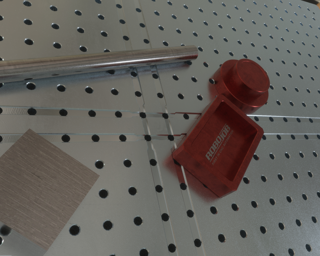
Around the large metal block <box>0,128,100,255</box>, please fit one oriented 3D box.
[{"bbox_3d":[-0.118,0.062,0.291,0.080,0.050,0.080,35,51,-5],"label":"large metal block"}]

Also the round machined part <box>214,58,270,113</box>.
[{"bbox_3d":[0.145,-0.078,0.522,0.099,0.042,0.098,14,56,-21],"label":"round machined part"}]

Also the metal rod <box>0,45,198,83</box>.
[{"bbox_3d":[-0.067,-0.093,0.428,0.303,0.025,0.025,-15,70,-34],"label":"metal rod"}]

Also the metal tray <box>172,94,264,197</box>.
[{"bbox_3d":[0.087,0.020,0.438,0.090,0.030,0.131,41,51,-1],"label":"metal tray"}]
